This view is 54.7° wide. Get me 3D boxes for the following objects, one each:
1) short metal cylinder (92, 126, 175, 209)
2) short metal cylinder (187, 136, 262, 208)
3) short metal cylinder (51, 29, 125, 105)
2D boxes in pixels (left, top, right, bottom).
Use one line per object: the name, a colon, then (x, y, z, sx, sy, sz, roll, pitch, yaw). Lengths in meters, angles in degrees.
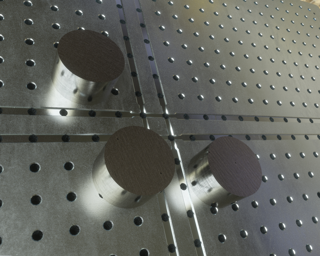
short metal cylinder: (-0.030, 0.044, 0.348, 0.081, 0.050, 0.080, 14, 56, -21)
short metal cylinder: (0.083, 0.057, 0.402, 0.081, 0.050, 0.080, 14, 56, -21)
short metal cylinder: (-0.091, -0.076, 0.389, 0.081, 0.050, 0.080, 14, 56, -21)
